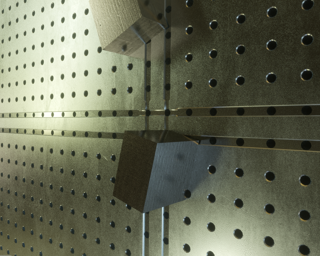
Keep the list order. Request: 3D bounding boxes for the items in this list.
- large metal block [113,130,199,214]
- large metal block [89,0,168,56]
[{"bbox_3d":[-0.004,0.048,0.375,0.050,0.081,0.079,19,102,38],"label":"large metal block"},{"bbox_3d":[-0.046,-0.159,0.429,0.080,0.050,0.080,-27,73,36],"label":"large metal block"}]
